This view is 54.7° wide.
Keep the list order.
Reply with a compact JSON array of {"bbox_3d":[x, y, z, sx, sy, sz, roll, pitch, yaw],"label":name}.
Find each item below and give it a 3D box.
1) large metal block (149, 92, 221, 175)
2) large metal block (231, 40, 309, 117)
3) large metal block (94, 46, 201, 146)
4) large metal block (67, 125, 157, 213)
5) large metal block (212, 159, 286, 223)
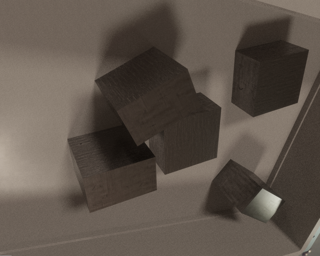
[{"bbox_3d":[0.031,0.006,0.415,0.081,0.050,0.079,-15,125,-20],"label":"large metal block"},{"bbox_3d":[0.151,-0.071,0.434,0.081,0.050,0.079,-17,126,-19],"label":"large metal block"},{"bbox_3d":[-0.015,-0.038,0.342,0.080,0.080,0.050,-32,129,-8],"label":"large metal block"},{"bbox_3d":[-0.058,0.043,0.370,0.081,0.080,0.050,-15,125,-20],"label":"large metal block"},{"bbox_3d":[0.149,0.107,0.523,0.080,0.080,0.050,30,102,-38],"label":"large metal block"}]
